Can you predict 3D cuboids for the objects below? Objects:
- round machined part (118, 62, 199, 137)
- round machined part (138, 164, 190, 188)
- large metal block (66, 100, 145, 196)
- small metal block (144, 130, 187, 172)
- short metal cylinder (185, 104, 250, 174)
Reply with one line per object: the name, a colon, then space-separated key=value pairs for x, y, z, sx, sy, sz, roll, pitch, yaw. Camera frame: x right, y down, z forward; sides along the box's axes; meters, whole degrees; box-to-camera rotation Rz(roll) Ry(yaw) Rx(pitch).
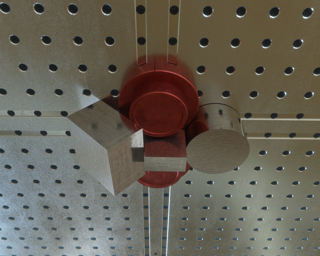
round machined part: x=-0.002 y=-0.027 z=0.377 sx=0.099 sy=0.042 sz=0.097 roll=0 pitch=130 yaw=0
round machined part: x=-0.003 y=0.049 z=0.442 sx=0.099 sy=0.042 sz=0.097 roll=0 pitch=130 yaw=0
large metal block: x=-0.066 y=0.024 z=0.387 sx=0.050 sy=0.080 sz=0.079 roll=-33 pitch=140 yaw=-32
small metal block: x=0.006 y=0.027 z=0.390 sx=0.050 sy=0.050 sz=0.025 roll=1 pitch=130 yaw=-1
short metal cylinder: x=0.072 y=0.015 z=0.407 sx=0.081 sy=0.050 sz=0.079 roll=0 pitch=130 yaw=0
